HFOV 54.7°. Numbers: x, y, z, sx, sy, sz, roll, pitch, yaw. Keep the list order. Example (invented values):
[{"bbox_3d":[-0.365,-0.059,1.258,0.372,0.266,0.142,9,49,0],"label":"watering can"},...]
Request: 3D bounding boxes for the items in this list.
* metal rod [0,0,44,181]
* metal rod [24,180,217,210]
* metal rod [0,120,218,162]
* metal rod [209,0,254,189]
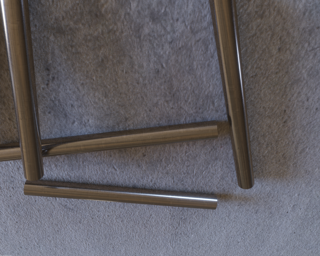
[{"bbox_3d":[-0.150,-0.058,0.337,0.025,0.025,0.298,6,125,-6],"label":"metal rod"},{"bbox_3d":[-0.058,0.107,0.497,0.302,0.025,0.025,6,130,-6],"label":"metal rod"},{"bbox_3d":[-0.075,0.018,0.421,0.302,0.025,0.025,-6,130,4],"label":"metal rod"},{"bbox_3d":[0.096,-0.024,0.387,0.025,0.025,0.299,-12,130,9],"label":"metal rod"}]
